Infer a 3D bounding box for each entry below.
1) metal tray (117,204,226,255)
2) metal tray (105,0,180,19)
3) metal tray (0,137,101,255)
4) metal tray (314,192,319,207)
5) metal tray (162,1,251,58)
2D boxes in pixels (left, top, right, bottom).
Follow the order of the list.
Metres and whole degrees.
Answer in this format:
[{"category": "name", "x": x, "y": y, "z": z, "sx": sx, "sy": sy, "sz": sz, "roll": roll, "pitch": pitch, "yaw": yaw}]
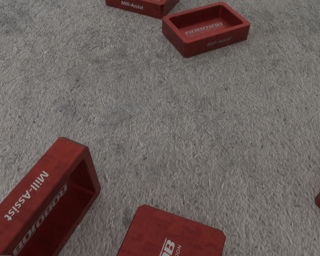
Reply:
[{"category": "metal tray", "x": 0.000, "y": 0.144, "z": 0.279, "sx": 0.090, "sy": 0.030, "sz": 0.130, "roll": 16, "pitch": 52, "yaw": 13}, {"category": "metal tray", "x": -0.034, "y": -0.269, "z": 0.625, "sx": 0.130, "sy": 0.030, "sz": 0.090, "roll": 20, "pitch": 53, "yaw": 16}, {"category": "metal tray", "x": -0.109, "y": 0.083, "z": 0.289, "sx": 0.030, "sy": 0.090, "sz": 0.130, "roll": 20, "pitch": 53, "yaw": 16}, {"category": "metal tray", "x": 0.251, "y": 0.073, "z": 0.339, "sx": 0.131, "sy": 0.030, "sz": 0.090, "roll": -28, "pitch": 55, "yaw": -22}, {"category": "metal tray", "x": 0.080, "y": -0.177, "z": 0.548, "sx": 0.131, "sy": 0.030, "sz": 0.090, "roll": -21, "pitch": 53, "yaw": -17}]
